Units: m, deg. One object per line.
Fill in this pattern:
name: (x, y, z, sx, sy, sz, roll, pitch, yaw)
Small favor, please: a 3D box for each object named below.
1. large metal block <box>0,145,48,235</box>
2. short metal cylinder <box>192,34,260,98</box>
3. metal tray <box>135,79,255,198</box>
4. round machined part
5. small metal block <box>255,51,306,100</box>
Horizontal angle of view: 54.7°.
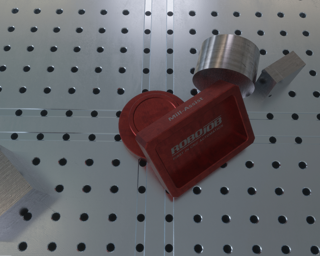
large metal block: (-0.199, 0.075, 0.369, 0.080, 0.050, 0.080, -43, 76, -14)
short metal cylinder: (0.088, -0.079, 0.412, 0.080, 0.080, 0.050, 13, 71, 5)
metal tray: (0.047, 0.012, 0.374, 0.131, 0.090, 0.030, -34, 31, -12)
round machined part: (-0.005, -0.006, 0.405, 0.099, 0.042, 0.098, 0, 70, 0)
small metal block: (0.163, -0.072, 0.426, 0.050, 0.050, 0.025, -32, 73, -11)
